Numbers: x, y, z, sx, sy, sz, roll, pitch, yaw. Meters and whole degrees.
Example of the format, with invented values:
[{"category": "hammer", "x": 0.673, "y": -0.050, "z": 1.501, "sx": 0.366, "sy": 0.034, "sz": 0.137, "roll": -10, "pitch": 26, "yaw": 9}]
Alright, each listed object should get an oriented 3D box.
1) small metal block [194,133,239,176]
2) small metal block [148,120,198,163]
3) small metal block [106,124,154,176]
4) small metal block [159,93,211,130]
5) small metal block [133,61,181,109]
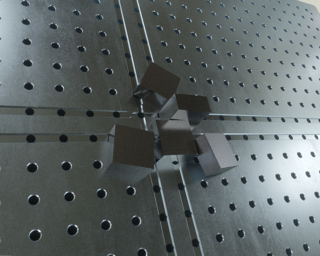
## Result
[{"category": "small metal block", "x": 0.075, "y": 0.035, "z": 0.420, "sx": 0.050, "sy": 0.025, "sz": 0.050, "roll": 1, "pitch": 60, "yaw": -50}, {"category": "small metal block", "x": 0.017, "y": 0.017, "z": 0.408, "sx": 0.050, "sy": 0.025, "sz": 0.050, "roll": 0, "pitch": 62, "yaw": -28}, {"category": "small metal block", "x": -0.035, "y": 0.027, "z": 0.374, "sx": 0.050, "sy": 0.025, "sz": 0.050, "roll": 13, "pitch": 56, "yaw": -22}, {"category": "small metal block", "x": 0.033, "y": -0.021, "z": 0.425, "sx": 0.050, "sy": 0.050, "sz": 0.025, "roll": 3, "pitch": 61, "yaw": -27}, {"category": "small metal block", "x": -0.003, "y": -0.060, "z": 0.445, "sx": 0.050, "sy": 0.025, "sz": 0.050, "roll": 29, "pitch": 52, "yaw": -10}]
